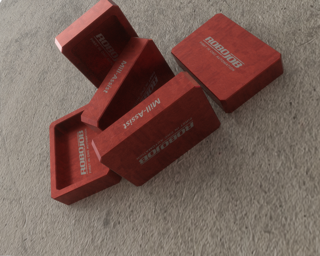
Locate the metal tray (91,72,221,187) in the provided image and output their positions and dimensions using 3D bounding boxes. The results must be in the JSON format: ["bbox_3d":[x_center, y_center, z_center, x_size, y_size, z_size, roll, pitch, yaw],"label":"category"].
[{"bbox_3d":[0.000,0.006,0.359,0.130,0.090,0.030,-37,51,3],"label":"metal tray"}]

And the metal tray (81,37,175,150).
[{"bbox_3d":[-0.035,-0.041,0.405,0.030,0.090,0.130,18,71,35],"label":"metal tray"}]

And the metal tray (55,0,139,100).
[{"bbox_3d":[-0.068,-0.101,0.434,0.090,0.130,0.030,-40,52,1],"label":"metal tray"}]

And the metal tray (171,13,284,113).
[{"bbox_3d":[0.085,-0.091,0.412,0.090,0.030,0.130,-38,51,2],"label":"metal tray"}]

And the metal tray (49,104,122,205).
[{"bbox_3d":[-0.109,0.031,0.438,0.090,0.030,0.130,-25,53,12],"label":"metal tray"}]
